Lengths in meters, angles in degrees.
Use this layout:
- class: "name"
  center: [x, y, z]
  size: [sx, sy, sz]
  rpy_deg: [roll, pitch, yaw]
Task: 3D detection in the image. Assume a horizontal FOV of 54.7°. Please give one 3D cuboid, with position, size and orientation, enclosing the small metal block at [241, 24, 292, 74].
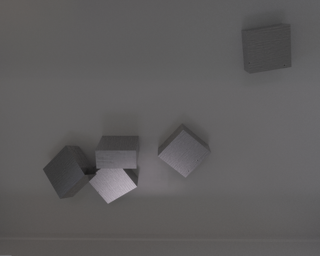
- class: "small metal block"
  center: [0.129, -0.097, 0.377]
  size: [0.050, 0.025, 0.050]
  rpy_deg: [-9, 110, 3]

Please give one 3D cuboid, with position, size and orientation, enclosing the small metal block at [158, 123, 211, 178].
- class: "small metal block"
  center: [0.033, 0.031, 0.423]
  size: [0.050, 0.025, 0.050]
  rpy_deg: [39, 105, -13]

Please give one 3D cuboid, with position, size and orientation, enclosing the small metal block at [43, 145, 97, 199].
- class: "small metal block"
  center: [-0.122, 0.059, 0.419]
  size: [0.050, 0.025, 0.050]
  rpy_deg: [-44, 69, 14]

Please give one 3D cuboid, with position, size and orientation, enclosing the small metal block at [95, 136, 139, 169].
- class: "small metal block"
  center: [-0.055, 0.031, 0.409]
  size: [0.050, 0.050, 0.025]
  rpy_deg: [0, 110, 0]

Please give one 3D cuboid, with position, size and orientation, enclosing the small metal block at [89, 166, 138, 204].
- class: "small metal block"
  center: [-0.066, 0.070, 0.437]
  size: [0.050, 0.025, 0.050]
  rpy_deg: [-32, 107, 11]
